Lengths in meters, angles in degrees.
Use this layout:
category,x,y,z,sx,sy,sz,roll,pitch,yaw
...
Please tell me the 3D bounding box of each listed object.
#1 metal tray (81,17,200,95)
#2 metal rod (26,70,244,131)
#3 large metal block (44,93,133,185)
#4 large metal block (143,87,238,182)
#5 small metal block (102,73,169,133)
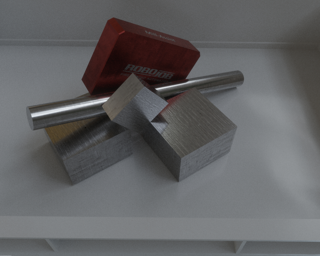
category,x,y,z,sx,sy,sz,roll,pitch,yaw
metal tray,-0.021,-0.077,0.390,0.131,0.089,0.030,1,42,-43
metal rod,-0.006,-0.042,0.390,0.303,0.025,0.025,-15,50,-32
large metal block,-0.090,0.008,0.376,0.081,0.050,0.080,-27,55,-21
large metal block,0.034,0.006,0.383,0.081,0.050,0.080,-27,55,-21
small metal block,-0.027,-0.026,0.345,0.050,0.050,0.025,-45,56,11
